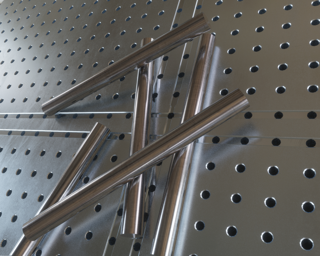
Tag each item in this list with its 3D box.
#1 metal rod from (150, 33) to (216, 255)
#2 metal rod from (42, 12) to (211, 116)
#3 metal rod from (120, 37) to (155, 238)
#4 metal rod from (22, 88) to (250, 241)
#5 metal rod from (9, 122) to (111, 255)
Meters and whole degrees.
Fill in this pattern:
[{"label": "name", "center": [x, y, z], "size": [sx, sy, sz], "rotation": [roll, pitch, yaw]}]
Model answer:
[{"label": "metal rod", "center": [0.035, 0.003, 0.386], "size": [0.025, 0.025, 0.300], "rotation": [0, 62, 28]}, {"label": "metal rod", "center": [-0.064, -0.086, 0.466], "size": [0.300, 0.025, 0.025], "rotation": [-23, 53, 23]}, {"label": "metal rod", "center": [-0.025, -0.008, 0.424], "size": [0.025, 0.025, 0.299], "rotation": [-11, 57, 22]}, {"label": "metal rod", "center": [-0.033, 0.046, 0.362], "size": [0.300, 0.025, 0.025], "rotation": [-33, 52, 6]}, {"label": "metal rod", "center": [-0.155, 0.123, 0.411], "size": [0.025, 0.025, 0.300], "rotation": [20, 72, 35]}]
